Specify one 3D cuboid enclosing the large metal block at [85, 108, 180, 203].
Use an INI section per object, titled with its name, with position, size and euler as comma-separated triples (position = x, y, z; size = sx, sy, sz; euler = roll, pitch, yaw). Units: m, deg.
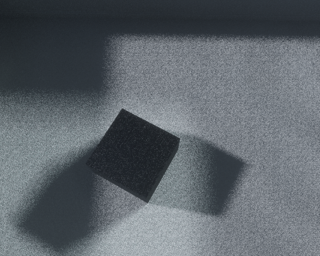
[large metal block]
position = -0.031, 0.035, 0.383
size = 0.080, 0.050, 0.080
euler = 28, 72, 9
